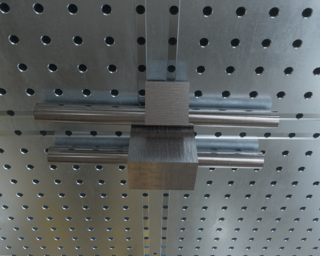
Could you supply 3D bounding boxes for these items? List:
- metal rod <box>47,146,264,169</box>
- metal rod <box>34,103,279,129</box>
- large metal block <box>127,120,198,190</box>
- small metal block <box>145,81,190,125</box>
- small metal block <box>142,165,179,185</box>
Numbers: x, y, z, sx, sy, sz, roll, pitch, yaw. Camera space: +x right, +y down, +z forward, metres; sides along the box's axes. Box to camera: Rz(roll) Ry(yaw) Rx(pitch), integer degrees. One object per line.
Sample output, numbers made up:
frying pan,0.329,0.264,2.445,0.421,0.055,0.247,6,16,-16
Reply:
metal rod,-0.005,0.043,0.444,0.302,0.025,0.025,2,130,-2
metal rod,-0.002,-0.015,0.393,0.302,0.025,0.025,2,130,-2
large metal block,0.003,0.032,0.397,0.081,0.080,0.050,1,130,-2
small metal block,0.008,-0.029,0.367,0.050,0.025,0.050,1,96,-1
small metal block,0.000,0.069,0.450,0.050,0.025,0.050,2,168,-2
